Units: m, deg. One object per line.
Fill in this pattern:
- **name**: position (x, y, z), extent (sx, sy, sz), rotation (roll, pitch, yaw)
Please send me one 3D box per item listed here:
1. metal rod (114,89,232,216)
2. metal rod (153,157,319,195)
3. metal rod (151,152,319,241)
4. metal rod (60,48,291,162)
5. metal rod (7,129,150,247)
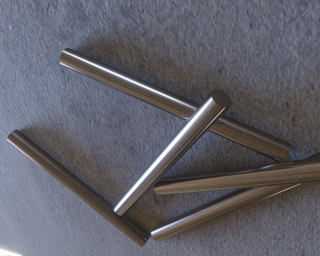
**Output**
- **metal rod**: position (-0.002, 0.053, 0.418), extent (0.025, 0.025, 0.298), rotation (39, 135, 1)
- **metal rod**: position (0.109, 0.057, 0.363), extent (0.299, 0.025, 0.025), rotation (-15, 111, 41)
- **metal rod**: position (0.089, 0.105, 0.424), extent (0.025, 0.025, 0.299), rotation (48, 128, -6)
- **metal rod**: position (0.008, -0.033, 0.380), extent (0.301, 0.025, 0.025), rotation (25, 127, 12)
- **metal rod**: position (-0.143, 0.105, 0.544), extent (0.300, 0.025, 0.025), rotation (38, 129, 2)
